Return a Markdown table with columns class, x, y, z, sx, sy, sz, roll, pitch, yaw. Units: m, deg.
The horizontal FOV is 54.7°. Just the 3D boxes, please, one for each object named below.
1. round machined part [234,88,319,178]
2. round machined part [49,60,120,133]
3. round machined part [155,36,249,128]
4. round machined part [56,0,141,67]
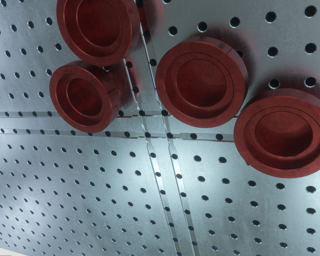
| class | x | y | z | sx | sy | sz | roll | pitch | yaw |
| --- | --- | --- | --- | --- | --- | --- | --- | --- | --- |
| round machined part | 0.133 | 0.002 | 0.331 | 0.098 | 0.042 | 0.097 | 13 | 124 | 20 |
| round machined part | -0.097 | -0.045 | 0.421 | 0.098 | 0.042 | 0.097 | 13 | 124 | 20 |
| round machined part | 0.048 | -0.052 | 0.342 | 0.098 | 0.042 | 0.097 | 13 | 124 | 20 |
| round machined part | -0.066 | -0.124 | 0.357 | 0.098 | 0.042 | 0.097 | 13 | 124 | 20 |
